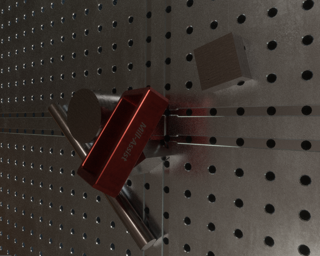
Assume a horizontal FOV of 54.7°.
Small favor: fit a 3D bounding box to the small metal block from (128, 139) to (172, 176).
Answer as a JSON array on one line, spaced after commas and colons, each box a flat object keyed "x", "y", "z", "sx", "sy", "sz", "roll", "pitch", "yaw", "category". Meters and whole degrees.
[{"x": -0.022, "y": 0.040, "z": 0.409, "sx": 0.050, "sy": 0.050, "sz": 0.025, "roll": -40, "pitch": 66, "yaw": 32, "category": "small metal block"}]

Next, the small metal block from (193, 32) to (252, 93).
[{"x": 0.070, "y": -0.072, "z": 0.350, "sx": 0.050, "sy": 0.025, "sz": 0.050, "roll": -17, "pitch": 79, "yaw": 38, "category": "small metal block"}]

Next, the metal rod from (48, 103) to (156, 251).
[{"x": -0.103, "y": 0.061, "z": 0.491, "sx": 0.300, "sy": 0.025, "sz": 0.025, "roll": 48, "pitch": 118, "yaw": 29, "category": "metal rod"}]

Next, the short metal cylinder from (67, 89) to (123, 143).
[{"x": -0.096, "y": -0.018, "z": 0.469, "sx": 0.080, "sy": 0.050, "sz": 0.079, "roll": 0, "pitch": 90, "yaw": 39, "category": "short metal cylinder"}]

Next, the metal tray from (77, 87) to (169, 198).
[{"x": -0.049, "y": 0.013, "z": 0.386, "sx": 0.130, "sy": 0.030, "sz": 0.090, "roll": -61, "pitch": 25, "yaw": -11, "category": "metal tray"}]
